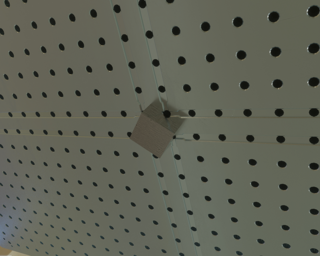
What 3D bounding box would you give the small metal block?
[{"bbox_3d":[-0.007,0.005,0.418,0.050,0.025,0.050,33,129,6],"label":"small metal block"}]
